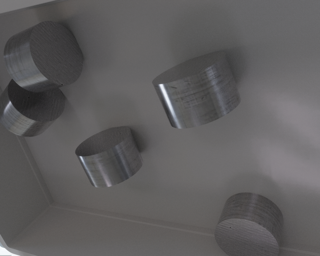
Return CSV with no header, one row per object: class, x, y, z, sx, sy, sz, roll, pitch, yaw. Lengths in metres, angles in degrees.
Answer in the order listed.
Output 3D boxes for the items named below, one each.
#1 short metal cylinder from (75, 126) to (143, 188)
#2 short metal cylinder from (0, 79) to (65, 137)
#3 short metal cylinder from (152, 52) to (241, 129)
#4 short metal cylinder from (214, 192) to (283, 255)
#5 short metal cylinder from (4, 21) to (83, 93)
short metal cylinder,-0.070,0.039,0.434,0.080,0.080,0.050,-7,115,31
short metal cylinder,-0.189,-0.033,0.452,0.050,0.080,0.080,-34,99,38
short metal cylinder,0.039,-0.041,0.327,0.080,0.080,0.050,-11,113,33
short metal cylinder,0.119,0.133,0.412,0.080,0.050,0.079,13,124,21
short metal cylinder,-0.146,-0.089,0.395,0.050,0.080,0.080,-8,114,32
